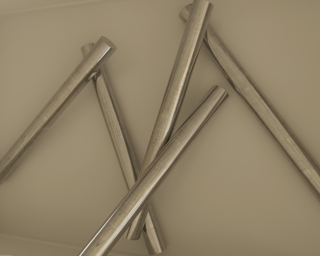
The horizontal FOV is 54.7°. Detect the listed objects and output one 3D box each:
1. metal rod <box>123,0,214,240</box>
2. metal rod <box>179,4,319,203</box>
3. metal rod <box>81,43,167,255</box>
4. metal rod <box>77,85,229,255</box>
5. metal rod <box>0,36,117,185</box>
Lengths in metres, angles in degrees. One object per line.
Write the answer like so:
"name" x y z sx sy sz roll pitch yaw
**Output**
"metal rod" 0.007 -0.005 0.380 0.025 0.025 0.298 20 96 19
"metal rod" 0.117 -0.029 0.369 0.025 0.025 0.299 -37 78 16
"metal rod" -0.052 0.024 0.428 0.025 0.025 0.299 -22 83 19
"metal rod" -0.017 0.069 0.352 0.025 0.025 0.300 35 77 16
"metal rod" -0.167 -0.013 0.453 0.299 0.025 0.025 -44 77 21
